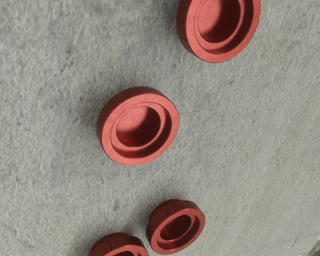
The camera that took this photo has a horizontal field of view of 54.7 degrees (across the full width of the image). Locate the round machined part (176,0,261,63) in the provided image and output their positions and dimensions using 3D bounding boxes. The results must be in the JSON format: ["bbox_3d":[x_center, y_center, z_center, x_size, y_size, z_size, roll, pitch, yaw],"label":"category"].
[{"bbox_3d":[0.062,-0.127,0.352,0.099,0.042,0.097,-14,125,-21],"label":"round machined part"}]

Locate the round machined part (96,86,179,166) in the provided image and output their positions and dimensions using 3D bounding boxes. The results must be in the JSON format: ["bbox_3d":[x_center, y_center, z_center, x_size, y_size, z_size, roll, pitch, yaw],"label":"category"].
[{"bbox_3d":[-0.029,-0.006,0.378,0.099,0.042,0.097,-14,125,-21],"label":"round machined part"}]

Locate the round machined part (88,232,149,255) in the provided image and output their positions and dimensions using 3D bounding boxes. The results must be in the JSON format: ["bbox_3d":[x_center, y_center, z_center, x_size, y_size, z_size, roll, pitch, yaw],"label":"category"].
[{"bbox_3d":[-0.071,0.204,0.485,0.099,0.042,0.097,-14,125,-21],"label":"round machined part"}]

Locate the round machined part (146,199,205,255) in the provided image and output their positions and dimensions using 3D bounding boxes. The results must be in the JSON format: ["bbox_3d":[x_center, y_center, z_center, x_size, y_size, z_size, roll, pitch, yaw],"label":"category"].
[{"bbox_3d":[0.021,0.156,0.506,0.099,0.042,0.097,-14,125,-21],"label":"round machined part"}]
